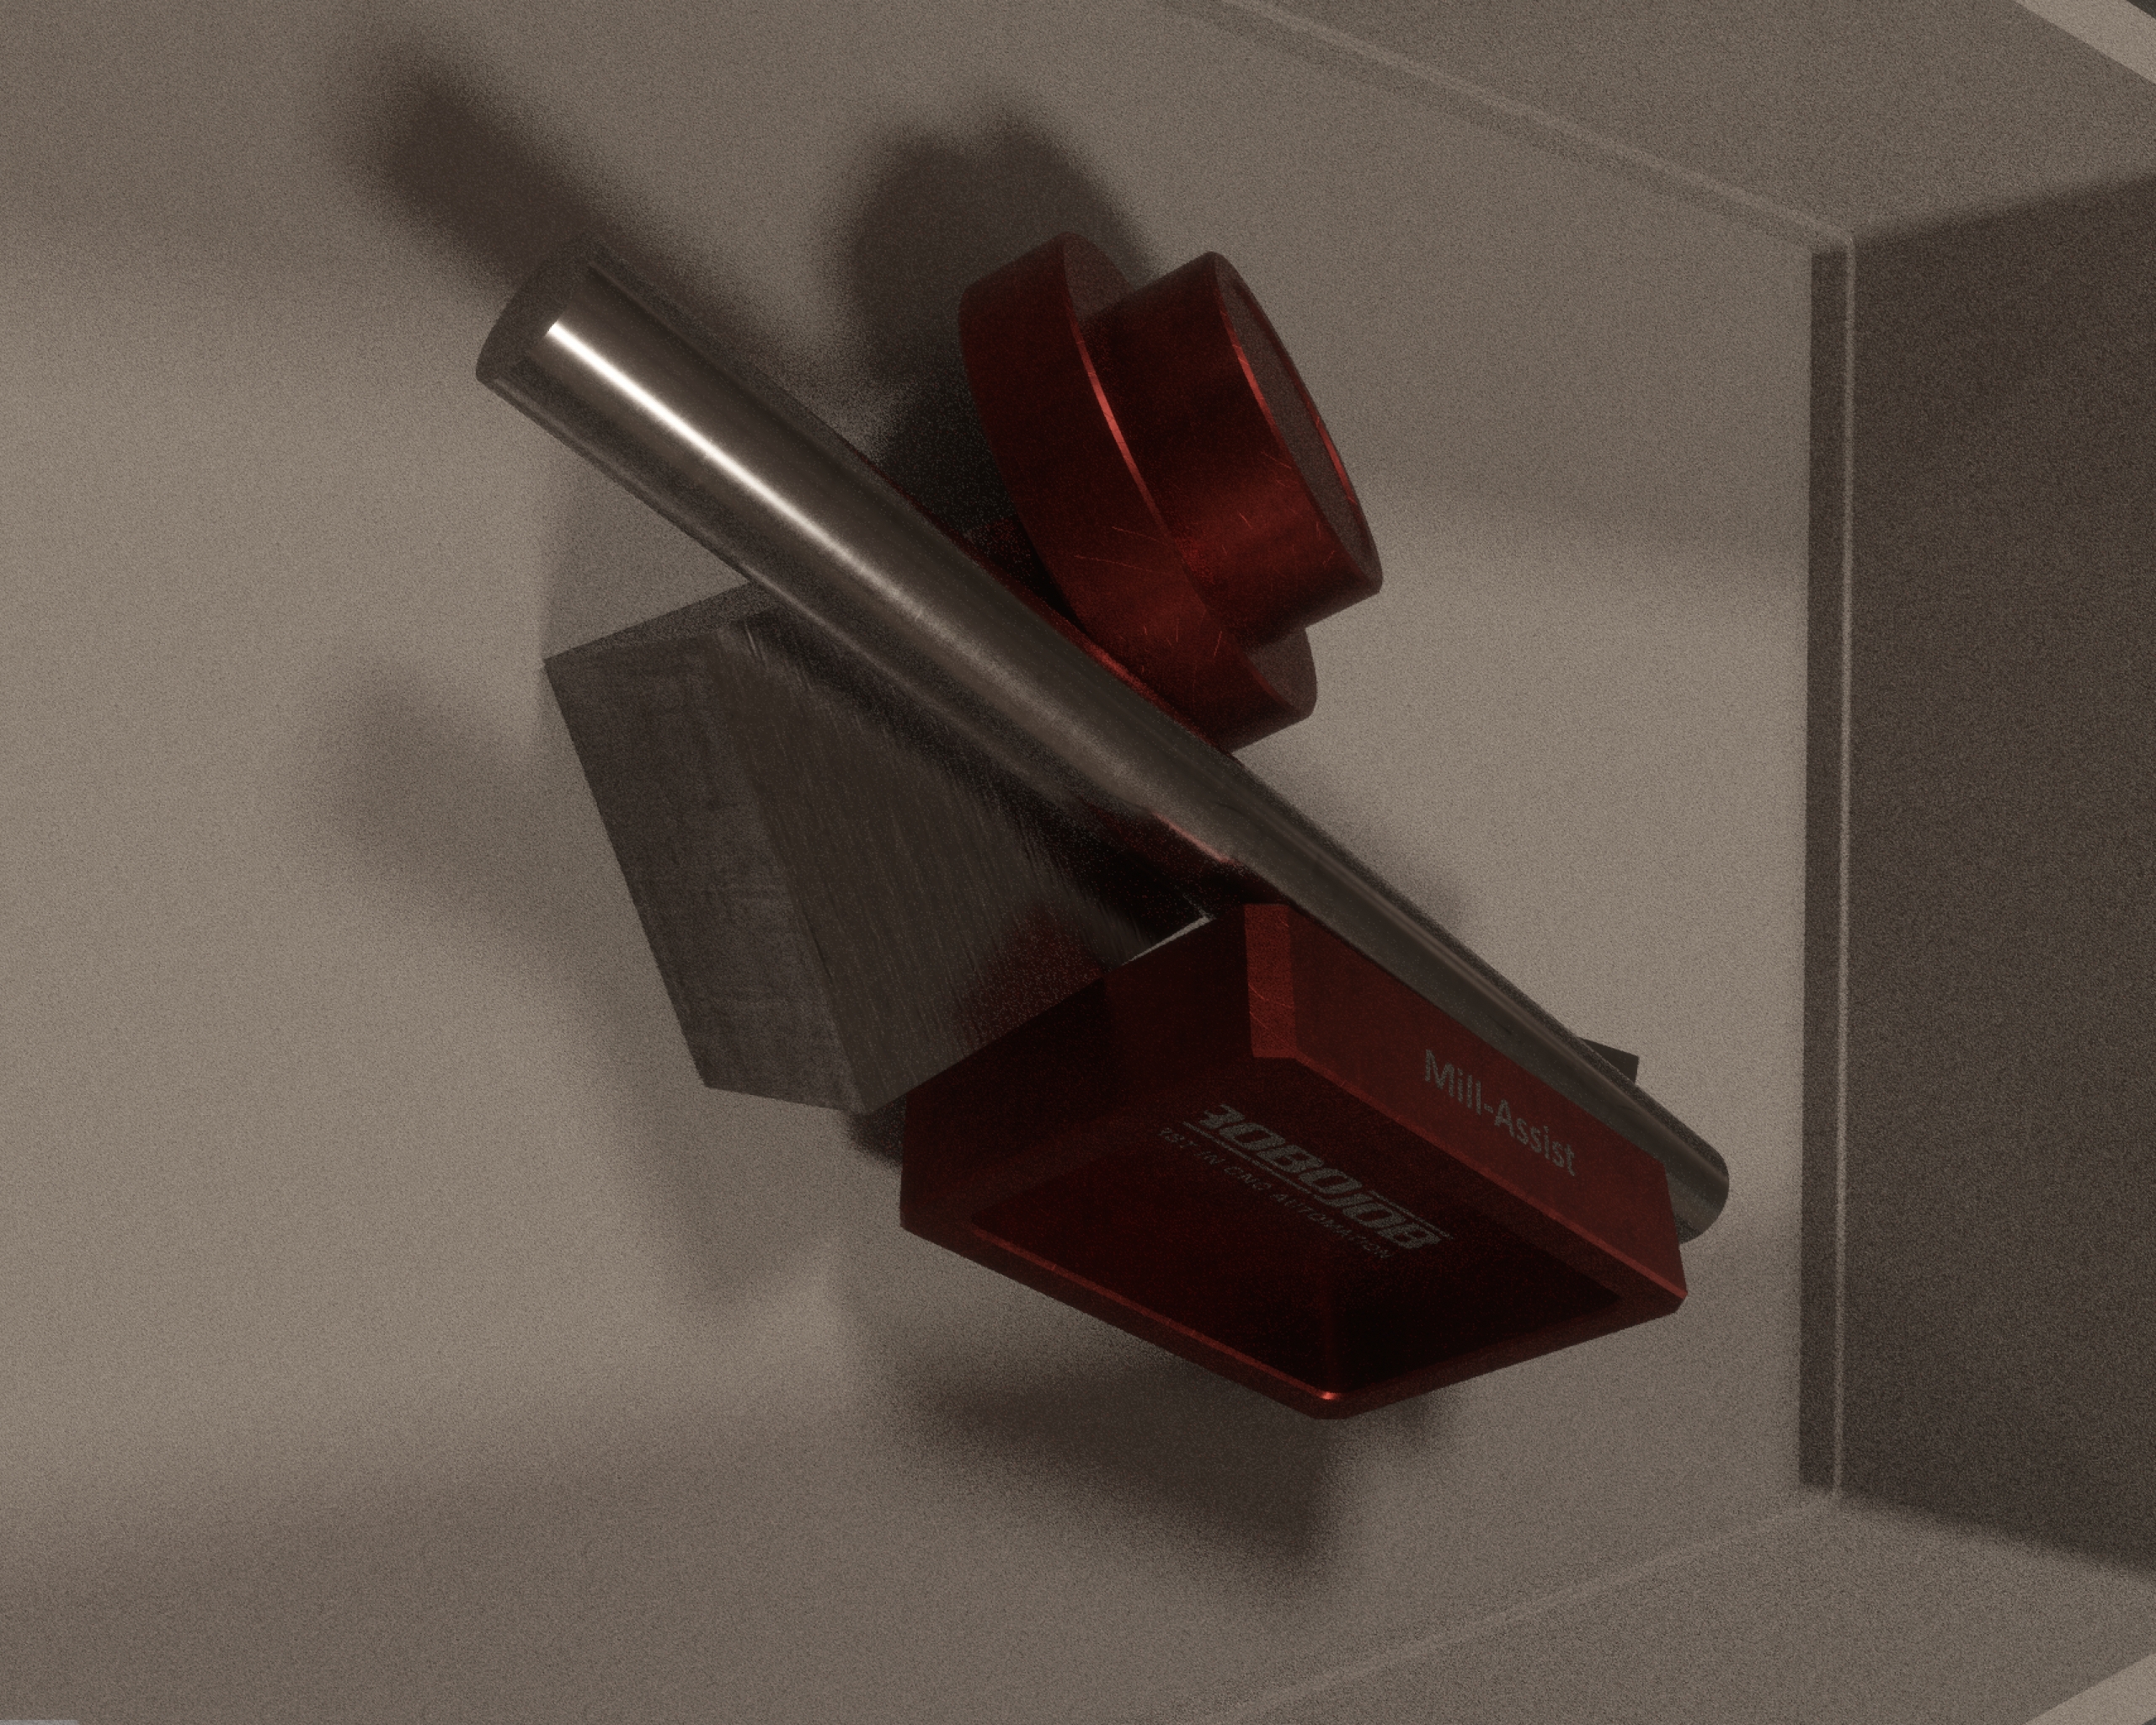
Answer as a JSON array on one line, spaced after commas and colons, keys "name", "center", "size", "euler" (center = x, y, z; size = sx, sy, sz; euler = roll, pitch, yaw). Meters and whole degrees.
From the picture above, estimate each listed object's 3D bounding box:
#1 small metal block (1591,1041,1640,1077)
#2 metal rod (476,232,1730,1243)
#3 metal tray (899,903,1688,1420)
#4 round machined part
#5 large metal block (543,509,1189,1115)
[{"name": "small metal block", "center": [0.095, 0.064, 0.470], "size": [0.025, 0.050, 0.050], "euler": [19, 78, -39]}, {"name": "metal rod", "center": [0.028, -0.002, 0.363], "size": [0.301, 0.025, 0.025], "euler": [36, 68, -35]}, {"name": "metal tray", "center": [0.042, 0.063, 0.396], "size": [0.130, 0.090, 0.030], "euler": [33, 42, -36]}, {"name": "round machined part", "center": [0.022, -0.071, 0.380], "size": [0.098, 0.042, 0.098], "euler": [54, 20, -30]}, {"name": "large metal block", "center": [-0.033, -0.012, 0.362], "size": [0.081, 0.050, 0.080], "euler": [-29, 108, -37]}]
